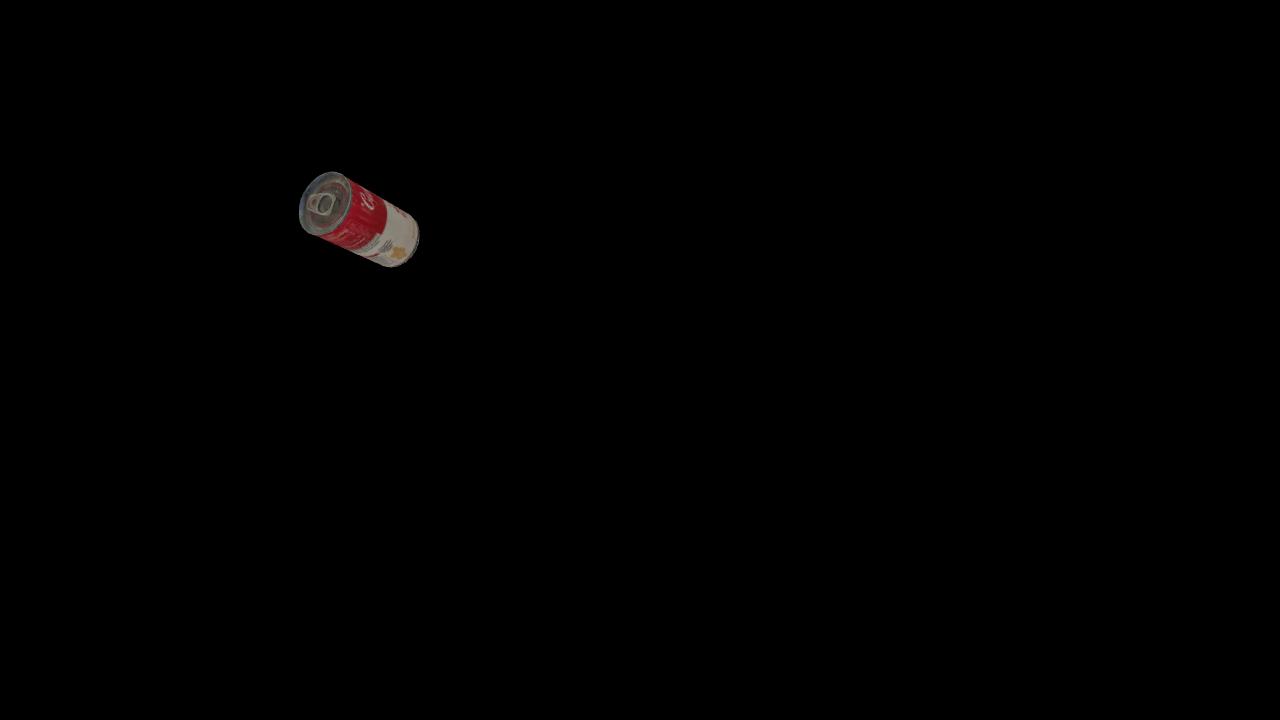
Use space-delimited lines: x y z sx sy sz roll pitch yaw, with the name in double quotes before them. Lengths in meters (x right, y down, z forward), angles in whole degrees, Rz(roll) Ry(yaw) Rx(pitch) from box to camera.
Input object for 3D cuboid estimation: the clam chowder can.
"clam chowder can" -0.294 -0.145 0.653 0.068 0.068 0.102 0 -12 21
